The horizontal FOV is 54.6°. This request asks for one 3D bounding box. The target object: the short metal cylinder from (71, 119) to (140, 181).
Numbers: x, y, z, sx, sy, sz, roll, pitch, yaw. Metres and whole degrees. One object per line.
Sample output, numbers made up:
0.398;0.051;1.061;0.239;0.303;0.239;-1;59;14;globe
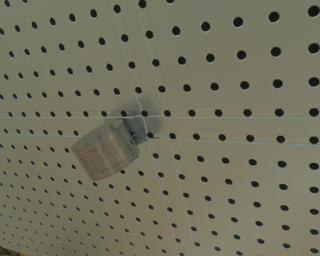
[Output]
-0.076;0.029;0.434;0.080;0.080;0.050;-16;110;34;short metal cylinder
